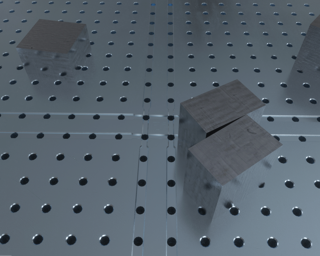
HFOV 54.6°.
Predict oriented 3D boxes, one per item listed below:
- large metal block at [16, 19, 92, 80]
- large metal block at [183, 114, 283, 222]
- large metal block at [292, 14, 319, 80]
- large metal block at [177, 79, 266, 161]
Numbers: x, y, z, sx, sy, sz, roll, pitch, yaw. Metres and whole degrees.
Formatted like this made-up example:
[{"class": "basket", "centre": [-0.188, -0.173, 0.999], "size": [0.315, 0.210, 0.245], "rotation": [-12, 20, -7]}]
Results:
[{"class": "large metal block", "centre": [-0.166, -0.127, 0.498], "size": [0.080, 0.050, 0.080], "rotation": [8, 51, 7]}, {"class": "large metal block", "centre": [0.075, 0.044, 0.336], "size": [0.080, 0.080, 0.050], "rotation": [-28, 56, -22]}, {"class": "large metal block", "centre": [0.264, -0.119, 0.474], "size": [0.080, 0.080, 0.050], "rotation": [32, 57, 24]}, {"class": "large metal block", "centre": [0.070, -0.001, 0.373], "size": [0.081, 0.080, 0.050], "rotation": [-24, 54, -19]}]
